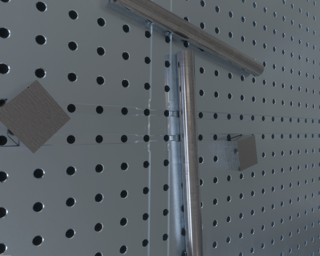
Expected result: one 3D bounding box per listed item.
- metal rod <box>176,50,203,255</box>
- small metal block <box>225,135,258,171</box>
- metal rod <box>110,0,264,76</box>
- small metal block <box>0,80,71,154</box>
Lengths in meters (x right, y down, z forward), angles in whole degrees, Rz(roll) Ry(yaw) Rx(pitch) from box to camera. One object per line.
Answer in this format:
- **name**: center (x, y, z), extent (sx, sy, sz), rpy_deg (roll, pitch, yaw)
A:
- **metal rod**: center (0.043, 0.041, 0.445), extent (0.025, 0.025, 0.298), rpy_deg (-5, 93, -40)
- **small metal block**: center (0.139, 0.041, 0.525), extent (0.050, 0.025, 0.050), rpy_deg (-14, 99, -39)
- **metal rod**: center (0.062, -0.132, 0.460), extent (0.302, 0.025, 0.025), rpy_deg (13, 82, -39)
- **small metal block**: center (-0.126, -0.011, 0.303), extent (0.050, 0.025, 0.050), rpy_deg (-50, 120, -28)
